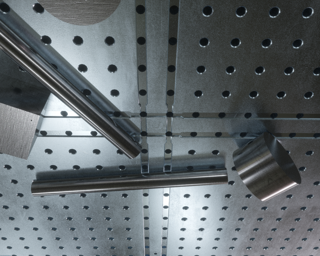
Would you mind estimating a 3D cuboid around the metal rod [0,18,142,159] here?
[{"bbox_3d":[-0.126,-0.057,0.361,0.025,0.025,0.300,-30,124,23],"label":"metal rod"}]

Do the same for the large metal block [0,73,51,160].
[{"bbox_3d":[-0.189,-0.015,0.380,0.080,0.050,0.079,20,127,-16],"label":"large metal block"}]

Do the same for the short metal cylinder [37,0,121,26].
[{"bbox_3d":[-0.070,-0.140,0.275,0.081,0.050,0.079,0,130,0],"label":"short metal cylinder"}]

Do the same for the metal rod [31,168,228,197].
[{"bbox_3d":[-0.048,0.084,0.482,0.302,0.025,0.025,-4,130,3],"label":"metal rod"}]

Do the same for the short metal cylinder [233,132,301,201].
[{"bbox_3d":[0.145,0.052,0.421,0.080,0.080,0.050,36,121,-27],"label":"short metal cylinder"}]
